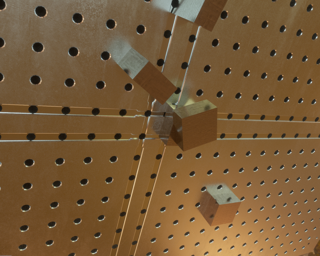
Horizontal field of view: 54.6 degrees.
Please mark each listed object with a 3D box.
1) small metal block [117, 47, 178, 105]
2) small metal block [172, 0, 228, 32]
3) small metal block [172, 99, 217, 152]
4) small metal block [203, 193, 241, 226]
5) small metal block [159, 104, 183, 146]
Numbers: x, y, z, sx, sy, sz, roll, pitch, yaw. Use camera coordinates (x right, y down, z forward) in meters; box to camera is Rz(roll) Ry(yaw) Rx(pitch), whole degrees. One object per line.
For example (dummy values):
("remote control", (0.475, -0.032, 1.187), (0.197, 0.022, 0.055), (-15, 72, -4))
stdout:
("small metal block", (-0.015, -0.059, 0.350), (0.025, 0.050, 0.050), (-48, 129, 5))
("small metal block", (0.045, -0.138, 0.334), (0.025, 0.050, 0.050), (15, 111, -34))
("small metal block", (0.046, -0.004, 0.401), (0.050, 0.025, 0.050), (-18, 125, -18))
("small metal block", (0.113, 0.148, 0.563), (0.050, 0.025, 0.050), (1, 118, -29))
("small metal block", (0.032, -0.003, 0.426), (0.050, 0.025, 0.050), (2, 117, -30))
